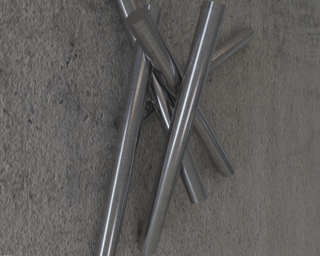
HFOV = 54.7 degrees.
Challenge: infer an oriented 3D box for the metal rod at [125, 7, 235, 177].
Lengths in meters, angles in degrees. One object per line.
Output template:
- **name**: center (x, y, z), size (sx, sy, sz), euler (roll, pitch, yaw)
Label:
- **metal rod**: center (0.043, -0.018, 0.392), size (0.025, 0.025, 0.300), euler (-60, 139, -22)

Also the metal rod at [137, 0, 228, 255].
- **metal rod**: center (0.019, 0.014, 0.351), size (0.025, 0.025, 0.298), euler (0, 112, -40)

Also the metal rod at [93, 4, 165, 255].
- **metal rod**: center (-0.037, 0.015, 0.345), size (0.025, 0.025, 0.298), euler (10, 92, -40)

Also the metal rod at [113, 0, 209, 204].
- **metal rod**: center (-0.004, -0.050, 0.372), size (0.025, 0.025, 0.299), euler (-25, 97, -37)

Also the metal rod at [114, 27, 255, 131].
- **metal rod**: center (0.052, -0.081, 0.447), size (0.302, 0.025, 0.025), euler (-39, 114, -33)
